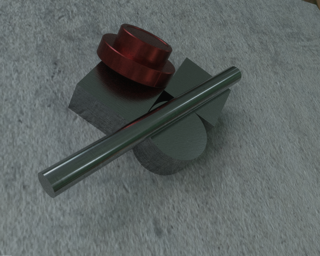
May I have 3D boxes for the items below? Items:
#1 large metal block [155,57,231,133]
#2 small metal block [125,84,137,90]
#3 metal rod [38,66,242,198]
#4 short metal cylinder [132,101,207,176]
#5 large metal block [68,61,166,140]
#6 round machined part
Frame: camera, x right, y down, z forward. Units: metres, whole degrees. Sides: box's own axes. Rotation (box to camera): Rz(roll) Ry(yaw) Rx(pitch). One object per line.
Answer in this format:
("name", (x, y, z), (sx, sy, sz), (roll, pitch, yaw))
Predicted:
("large metal block", (0.043, -0.040, 0.439), (0.080, 0.050, 0.080), (36, 51, -5))
("small metal block", (-0.018, -0.068, 0.438), (0.050, 0.025, 0.050), (37, 51, -4))
("metal rod", (0.005, -0.014, 0.354), (0.302, 0.025, 0.025), (-32, 80, -38))
("short metal cylinder", (0.011, 0.013, 0.388), (0.081, 0.050, 0.080), (14, 56, -21))
("large metal block", (-0.052, -0.039, 0.385), (0.080, 0.050, 0.080), (36, 51, -4))
("round machined part", (-0.024, -0.094, 0.383), (0.099, 0.042, 0.098), (24, 25, -12))
